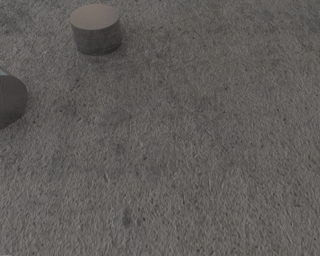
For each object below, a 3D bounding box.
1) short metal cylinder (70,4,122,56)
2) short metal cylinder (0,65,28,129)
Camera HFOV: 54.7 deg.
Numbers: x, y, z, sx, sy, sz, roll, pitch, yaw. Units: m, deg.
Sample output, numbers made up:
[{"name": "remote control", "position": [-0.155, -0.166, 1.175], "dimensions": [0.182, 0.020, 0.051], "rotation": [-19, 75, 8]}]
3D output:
[{"name": "short metal cylinder", "position": [-0.107, -0.168, 0.527], "dimensions": [0.080, 0.050, 0.080], "rotation": [0, 50, 0]}, {"name": "short metal cylinder", "position": [-0.223, -0.043, 0.402], "dimensions": [0.050, 0.080, 0.080], "rotation": [33, 57, 24]}]
